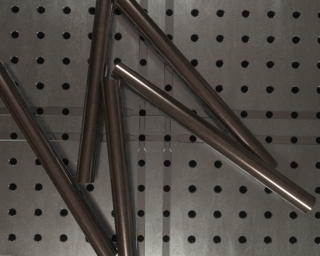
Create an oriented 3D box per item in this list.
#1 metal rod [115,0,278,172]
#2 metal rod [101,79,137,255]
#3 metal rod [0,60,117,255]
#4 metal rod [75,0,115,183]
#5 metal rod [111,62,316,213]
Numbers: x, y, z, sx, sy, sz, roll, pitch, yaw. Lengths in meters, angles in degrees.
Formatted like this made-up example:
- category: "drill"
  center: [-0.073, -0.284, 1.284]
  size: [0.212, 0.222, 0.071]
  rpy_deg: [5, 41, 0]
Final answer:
- category: "metal rod"
  center: [0.049, -0.058, 0.413]
  size: [0.025, 0.025, 0.300]
  rpy_deg: [-41, 91, 0]
- category: "metal rod"
  center: [-0.050, 0.087, 0.405]
  size: [0.025, 0.025, 0.298]
  rpy_deg: [-5, 93, -1]
- category: "metal rod"
  center: [-0.144, 0.044, 0.411]
  size: [0.025, 0.025, 0.299]
  rpy_deg: [-31, 90, 0]
- category: "metal rod"
  center: [-0.083, -0.077, 0.412]
  size: [0.025, 0.025, 0.298]
  rpy_deg: [7, 90, -1]
- category: "metal rod"
  center: [0.064, 0.009, 0.400]
  size: [0.301, 0.025, 0.025]
  rpy_deg: [36, 90, 5]
